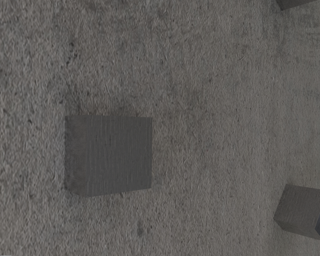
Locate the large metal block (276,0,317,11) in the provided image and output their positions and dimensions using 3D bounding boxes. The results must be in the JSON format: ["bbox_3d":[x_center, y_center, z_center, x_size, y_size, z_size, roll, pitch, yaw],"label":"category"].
[{"bbox_3d":[0.257,-0.279,0.583,0.080,0.080,0.050,41,65,-32],"label":"large metal block"}]

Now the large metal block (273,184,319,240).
[{"bbox_3d":[0.282,0.163,0.605,0.050,0.080,0.080,47,62,-30],"label":"large metal block"}]

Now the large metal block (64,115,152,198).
[{"bbox_3d":[-0.056,0.027,0.341,0.081,0.050,0.080,1,90,-40],"label":"large metal block"}]
